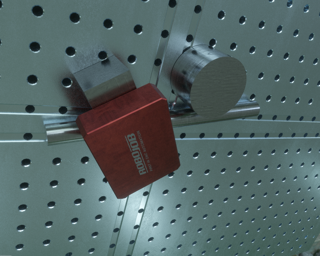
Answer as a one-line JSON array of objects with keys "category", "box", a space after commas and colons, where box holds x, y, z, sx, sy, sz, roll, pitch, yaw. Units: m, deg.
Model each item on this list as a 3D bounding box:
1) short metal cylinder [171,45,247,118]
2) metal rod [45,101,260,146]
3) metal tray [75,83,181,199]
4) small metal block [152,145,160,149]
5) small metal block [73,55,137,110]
[{"category": "short metal cylinder", "box": [0.061, -0.059, 0.393, 0.081, 0.050, 0.079, -14, 125, -21]}, {"category": "metal rod", "box": [0.008, -0.011, 0.411, 0.303, 0.025, 0.025, -8, 122, -25]}, {"category": "metal tray", "box": [-0.029, 0.021, 0.356, 0.091, 0.030, 0.129, -27, 139, -11]}, {"category": "small metal block", "box": [-0.019, 0.041, 0.426, 0.050, 0.025, 0.050, -21, 127, -16]}, {"category": "small metal block", "box": [-0.060, -0.049, 0.332, 0.050, 0.050, 0.025, -28, 128, -11]}]
